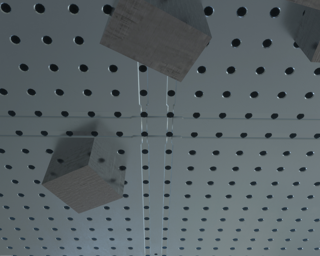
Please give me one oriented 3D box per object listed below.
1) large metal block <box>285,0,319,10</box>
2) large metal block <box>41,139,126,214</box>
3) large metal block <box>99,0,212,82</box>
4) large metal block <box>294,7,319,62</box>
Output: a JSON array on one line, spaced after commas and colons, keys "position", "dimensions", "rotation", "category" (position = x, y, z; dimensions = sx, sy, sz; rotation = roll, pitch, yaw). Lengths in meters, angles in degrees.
[{"position": [0.105, -0.143, 0.255], "dimensions": [0.080, 0.080, 0.050], "rotation": [11, 129, -10], "category": "large metal block"}, {"position": [-0.109, 0.073, 0.456], "dimensions": [0.080, 0.050, 0.080], "rotation": [-23, 127, 18], "category": "large metal block"}, {"position": [-0.004, -0.099, 0.291], "dimensions": [0.080, 0.080, 0.050], "rotation": [23, 127, -18], "category": "large metal block"}, {"position": [0.192, -0.110, 0.303], "dimensions": [0.080, 0.050, 0.080], "rotation": [2, 130, -2], "category": "large metal block"}]
